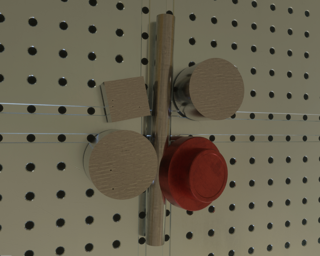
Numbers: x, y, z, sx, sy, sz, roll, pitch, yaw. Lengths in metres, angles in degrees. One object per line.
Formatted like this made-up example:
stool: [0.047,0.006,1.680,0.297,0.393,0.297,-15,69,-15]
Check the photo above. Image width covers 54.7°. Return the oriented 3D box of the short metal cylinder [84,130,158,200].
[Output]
short metal cylinder: [-0.049,0.042,0.377,0.081,0.050,0.079,0,90,-20]

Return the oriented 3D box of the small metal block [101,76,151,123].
small metal block: [-0.044,-0.036,0.392,0.050,0.025,0.050,-12,94,-20]

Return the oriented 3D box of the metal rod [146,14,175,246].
metal rod: [0.001,0.002,0.409,0.025,0.025,0.298,3,89,-20]

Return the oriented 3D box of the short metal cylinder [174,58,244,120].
short metal cylinder: [0.065,-0.050,0.419,0.081,0.050,0.079,0,90,-20]

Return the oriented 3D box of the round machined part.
round machined part: [0.051,0.060,0.405,0.099,0.042,0.097,0,89,-36]
